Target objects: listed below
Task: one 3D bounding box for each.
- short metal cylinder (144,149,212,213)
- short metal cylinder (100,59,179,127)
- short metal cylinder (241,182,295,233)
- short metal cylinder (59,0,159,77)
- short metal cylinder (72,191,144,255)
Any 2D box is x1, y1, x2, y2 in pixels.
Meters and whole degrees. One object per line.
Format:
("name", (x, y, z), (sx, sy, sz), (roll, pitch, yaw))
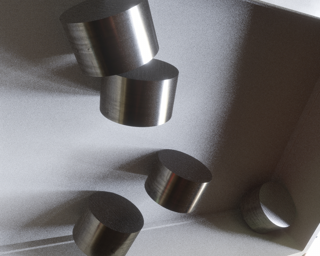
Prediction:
("short metal cylinder", (0.025, 0.072, 0.431), (0.081, 0.080, 0.050), (11, 113, -33))
("short metal cylinder", (-0.023, -0.042, 0.334), (0.081, 0.080, 0.050), (-6, 121, -25))
("short metal cylinder", (0.194, 0.144, 0.558), (0.081, 0.080, 0.050), (2, 151, -29))
("short metal cylinder", (-0.046, -0.090, 0.292), (0.080, 0.080, 0.050), (-25, 128, -13))
("short metal cylinder", (-0.069, 0.131, 0.416), (0.081, 0.080, 0.050), (18, 109, -35))
